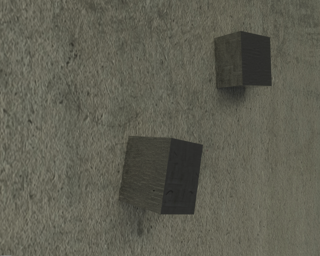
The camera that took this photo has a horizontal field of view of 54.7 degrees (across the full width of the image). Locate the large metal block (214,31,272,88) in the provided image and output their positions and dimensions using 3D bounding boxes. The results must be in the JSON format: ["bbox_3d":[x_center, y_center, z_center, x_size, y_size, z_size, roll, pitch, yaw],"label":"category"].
[{"bbox_3d":[0.135,-0.106,0.501,0.081,0.050,0.079,-5,94,-40],"label":"large metal block"}]

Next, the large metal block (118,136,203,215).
[{"bbox_3d":[-0.001,0.054,0.368,0.050,0.080,0.080,14,81,-39],"label":"large metal block"}]
